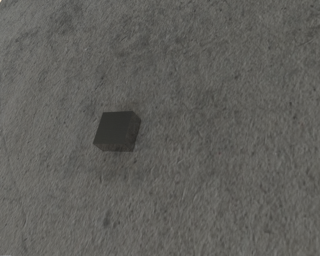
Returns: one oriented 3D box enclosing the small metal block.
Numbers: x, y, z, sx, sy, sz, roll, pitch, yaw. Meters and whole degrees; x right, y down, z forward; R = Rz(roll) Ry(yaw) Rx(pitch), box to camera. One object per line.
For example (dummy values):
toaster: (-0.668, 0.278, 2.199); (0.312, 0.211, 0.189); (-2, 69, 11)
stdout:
small metal block: (-0.059, 0.005, 0.430); (0.050, 0.025, 0.050); (-1, 61, 27)
